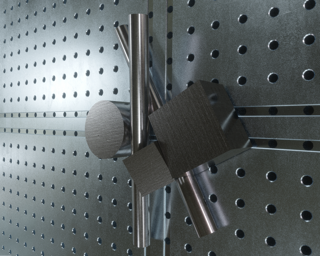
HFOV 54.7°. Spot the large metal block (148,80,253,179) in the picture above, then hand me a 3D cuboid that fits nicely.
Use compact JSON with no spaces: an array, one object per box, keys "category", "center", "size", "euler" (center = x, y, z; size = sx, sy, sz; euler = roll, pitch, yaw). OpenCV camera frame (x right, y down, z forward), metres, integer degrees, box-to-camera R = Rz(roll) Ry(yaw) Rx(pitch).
[{"category":"large metal block","center":[0.044,0.003,0.352],"size":[0.080,0.050,0.080],"euler":[-34,69,35]}]

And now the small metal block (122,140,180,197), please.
[{"category":"small metal block","center":[-0.009,0.047,0.370],"size":[0.050,0.025,0.050],"euler":[-32,85,27]}]

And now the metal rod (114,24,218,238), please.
[{"category":"metal rod","center":[0.001,-0.009,0.403],"size":[0.025,0.025,0.299],"euler":[-35,69,34]}]

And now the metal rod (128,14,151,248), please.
[{"category":"metal rod","center":[-0.025,0.011,0.400],"size":[0.025,0.025,0.298],"euler":[8,103,39]}]

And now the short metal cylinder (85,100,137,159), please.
[{"category":"short metal cylinder","center":[-0.061,0.002,0.439],"size":[0.080,0.050,0.079],"euler":[0,90,39]}]
